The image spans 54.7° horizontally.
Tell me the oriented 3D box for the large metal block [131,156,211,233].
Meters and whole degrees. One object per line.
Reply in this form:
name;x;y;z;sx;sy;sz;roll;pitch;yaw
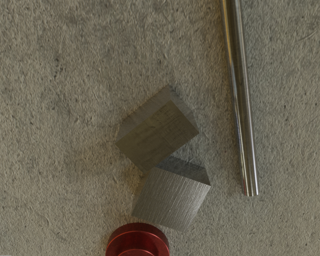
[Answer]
large metal block;0.013;0.087;0.429;0.080;0.050;0.079;20;109;-8

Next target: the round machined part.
round machined part;-0.035;0.198;0.473;0.099;0.042;0.097;0;110;0

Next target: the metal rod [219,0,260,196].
metal rod;0.102;-0.046;0.393;0.025;0.025;0.298;-11;110;4

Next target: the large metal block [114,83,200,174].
large metal block;-0.004;-0.002;0.380;0.080;0.080;0.050;-38;106;13
